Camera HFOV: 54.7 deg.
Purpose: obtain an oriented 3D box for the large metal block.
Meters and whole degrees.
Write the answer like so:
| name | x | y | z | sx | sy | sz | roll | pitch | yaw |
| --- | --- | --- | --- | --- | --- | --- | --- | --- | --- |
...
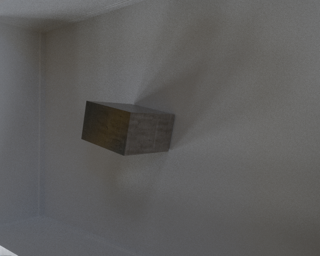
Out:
| name | x | y | z | sx | sy | sz | roll | pitch | yaw |
| --- | --- | --- | --- | --- | --- | --- | --- | --- | --- |
| large metal block | -0.041 | -0.002 | 0.399 | 0.080 | 0.081 | 0.050 | 16 | 100 | 38 |
